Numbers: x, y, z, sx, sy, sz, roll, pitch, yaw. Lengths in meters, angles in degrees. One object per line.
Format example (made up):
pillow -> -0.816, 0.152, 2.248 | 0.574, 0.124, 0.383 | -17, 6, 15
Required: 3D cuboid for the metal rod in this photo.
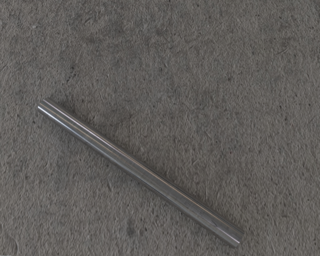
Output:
metal rod -> -0.032, 0.050, 0.389 | 0.300, 0.025, 0.025 | 33, 73, 11
